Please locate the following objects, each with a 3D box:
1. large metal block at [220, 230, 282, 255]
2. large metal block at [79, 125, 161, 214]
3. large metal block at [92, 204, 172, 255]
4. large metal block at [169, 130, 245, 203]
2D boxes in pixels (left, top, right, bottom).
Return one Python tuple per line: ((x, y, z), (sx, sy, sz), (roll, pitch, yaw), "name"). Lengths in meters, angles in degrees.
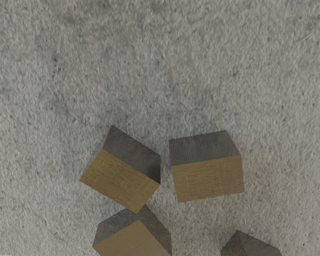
((0.144, 0.211, 0.460), (0.080, 0.080, 0.050), (27, 108, -10), "large metal block")
((-0.047, 0.050, 0.398), (0.080, 0.080, 0.050), (34, 107, -12), "large metal block")
((-0.039, 0.166, 0.457), (0.080, 0.050, 0.080), (-33, 107, 11), "large metal block")
((0.056, 0.046, 0.398), (0.080, 0.080, 0.050), (-10, 110, 3), "large metal block")
